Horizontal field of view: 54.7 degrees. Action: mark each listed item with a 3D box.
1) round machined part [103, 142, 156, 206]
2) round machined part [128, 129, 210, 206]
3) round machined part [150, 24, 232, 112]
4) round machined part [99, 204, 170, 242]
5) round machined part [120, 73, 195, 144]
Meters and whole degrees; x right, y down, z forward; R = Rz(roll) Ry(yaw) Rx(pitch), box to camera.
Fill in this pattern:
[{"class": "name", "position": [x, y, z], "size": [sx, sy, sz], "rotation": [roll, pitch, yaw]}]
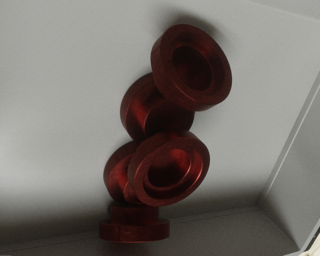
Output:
[{"class": "round machined part", "position": [-0.024, 0.069, 0.426], "size": [0.099, 0.042, 0.097], "rotation": [-14, 125, -21]}, {"class": "round machined part", "position": [0.007, 0.043, 0.372], "size": [0.099, 0.042, 0.097], "rotation": [-14, 125, -21]}, {"class": "round machined part", "position": [0.031, -0.064, 0.351], "size": [0.099, 0.098, 0.042], "rotation": [7, 157, -32]}, {"class": "round machined part", "position": [-0.035, 0.130, 0.435], "size": [0.099, 0.098, 0.042], "rotation": [6, 78, -32]}, {"class": "round machined part", "position": [0.004, -0.017, 0.388], "size": [0.099, 0.042, 0.097], "rotation": [-14, 125, -21]}]
